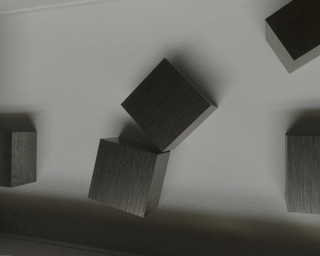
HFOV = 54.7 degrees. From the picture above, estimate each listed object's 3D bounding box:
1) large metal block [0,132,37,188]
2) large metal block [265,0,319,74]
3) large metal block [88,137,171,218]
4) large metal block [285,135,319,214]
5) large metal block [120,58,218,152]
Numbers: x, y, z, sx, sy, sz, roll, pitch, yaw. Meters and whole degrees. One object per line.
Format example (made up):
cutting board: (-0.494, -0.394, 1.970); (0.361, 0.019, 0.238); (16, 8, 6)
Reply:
large metal block: (-0.242, 0.045, 0.480); (0.080, 0.050, 0.079); (1, 90, 19)
large metal block: (0.161, -0.106, 0.325); (0.080, 0.080, 0.050); (-33, 80, 17)
large metal block: (-0.040, 0.061, 0.410); (0.080, 0.050, 0.079); (14, 95, 19)
large metal block: (0.180, 0.048, 0.334); (0.080, 0.050, 0.079); (0, 90, 19)
large metal block: (0.013, -0.028, 0.392); (0.080, 0.050, 0.080); (-45, 77, 14)
